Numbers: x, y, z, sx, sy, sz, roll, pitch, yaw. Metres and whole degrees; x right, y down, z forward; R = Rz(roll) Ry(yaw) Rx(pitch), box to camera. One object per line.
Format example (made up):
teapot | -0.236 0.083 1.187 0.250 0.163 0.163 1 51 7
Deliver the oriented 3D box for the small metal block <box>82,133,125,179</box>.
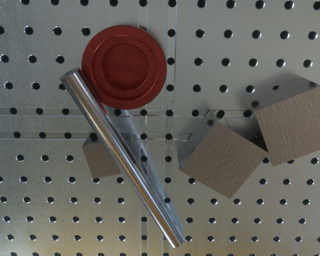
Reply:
small metal block | -0.073 0.038 0.427 0.050 0.025 0.050 -12 110 4

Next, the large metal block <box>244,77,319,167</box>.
large metal block | 0.165 -0.008 0.398 0.080 0.050 0.080 -22 109 8

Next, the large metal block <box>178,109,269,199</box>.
large metal block | 0.080 0.034 0.413 0.080 0.050 0.080 31 107 -11

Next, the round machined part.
round machined part | -0.041 -0.075 0.376 0.099 0.042 0.097 0 110 0

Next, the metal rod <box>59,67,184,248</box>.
metal rod | -0.037 0.057 0.409 0.025 0.025 0.299 -24 118 8
